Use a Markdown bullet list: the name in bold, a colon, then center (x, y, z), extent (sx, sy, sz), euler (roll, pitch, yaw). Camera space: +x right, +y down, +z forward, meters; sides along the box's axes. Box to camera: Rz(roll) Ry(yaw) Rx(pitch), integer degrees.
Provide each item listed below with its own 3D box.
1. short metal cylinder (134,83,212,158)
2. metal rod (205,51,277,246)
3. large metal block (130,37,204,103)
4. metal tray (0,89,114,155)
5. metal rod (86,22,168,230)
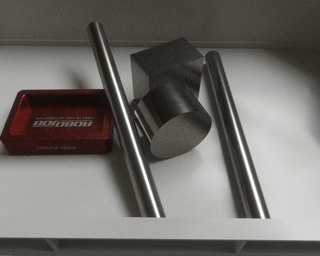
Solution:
- **short metal cylinder**: center (0.015, -0.008, 0.376), extent (0.081, 0.080, 0.050), euler (-19, 53, -16)
- **metal rod**: center (0.095, -0.001, 0.406), extent (0.025, 0.025, 0.300), euler (-3, 50, -3)
- **large metal block**: center (0.009, -0.067, 0.426), extent (0.081, 0.080, 0.050), euler (-24, 54, -19)
- **metal tray**: center (-0.128, -0.010, 0.408), extent (0.131, 0.030, 0.090), euler (-1, 50, -1)
- **metal rod**: center (-0.050, -0.023, 0.390), extent (0.025, 0.025, 0.299), euler (-14, 62, -12)
